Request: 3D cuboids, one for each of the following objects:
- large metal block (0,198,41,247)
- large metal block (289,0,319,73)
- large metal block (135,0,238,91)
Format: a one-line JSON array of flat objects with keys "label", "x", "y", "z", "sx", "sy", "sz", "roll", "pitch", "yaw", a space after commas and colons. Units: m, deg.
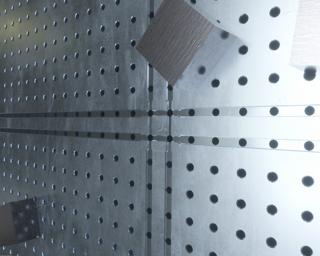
[{"label": "large metal block", "x": -0.295, "y": 0.195, "z": 0.639, "sx": 0.080, "sy": 0.050, "sz": 0.080, "roll": -23, "pitch": 75, "yaw": 37}, {"label": "large metal block", "x": 0.163, "y": -0.088, "z": 0.259, "sx": 0.080, "sy": 0.050, "sz": 0.080, "roll": 12, "pitch": 98, "yaw": 39}, {"label": "large metal block", "x": 0.029, "y": -0.102, "z": 0.370, "sx": 0.080, "sy": 0.050, "sz": 0.080, "roll": 50, "pitch": 120, "yaw": 28}]
